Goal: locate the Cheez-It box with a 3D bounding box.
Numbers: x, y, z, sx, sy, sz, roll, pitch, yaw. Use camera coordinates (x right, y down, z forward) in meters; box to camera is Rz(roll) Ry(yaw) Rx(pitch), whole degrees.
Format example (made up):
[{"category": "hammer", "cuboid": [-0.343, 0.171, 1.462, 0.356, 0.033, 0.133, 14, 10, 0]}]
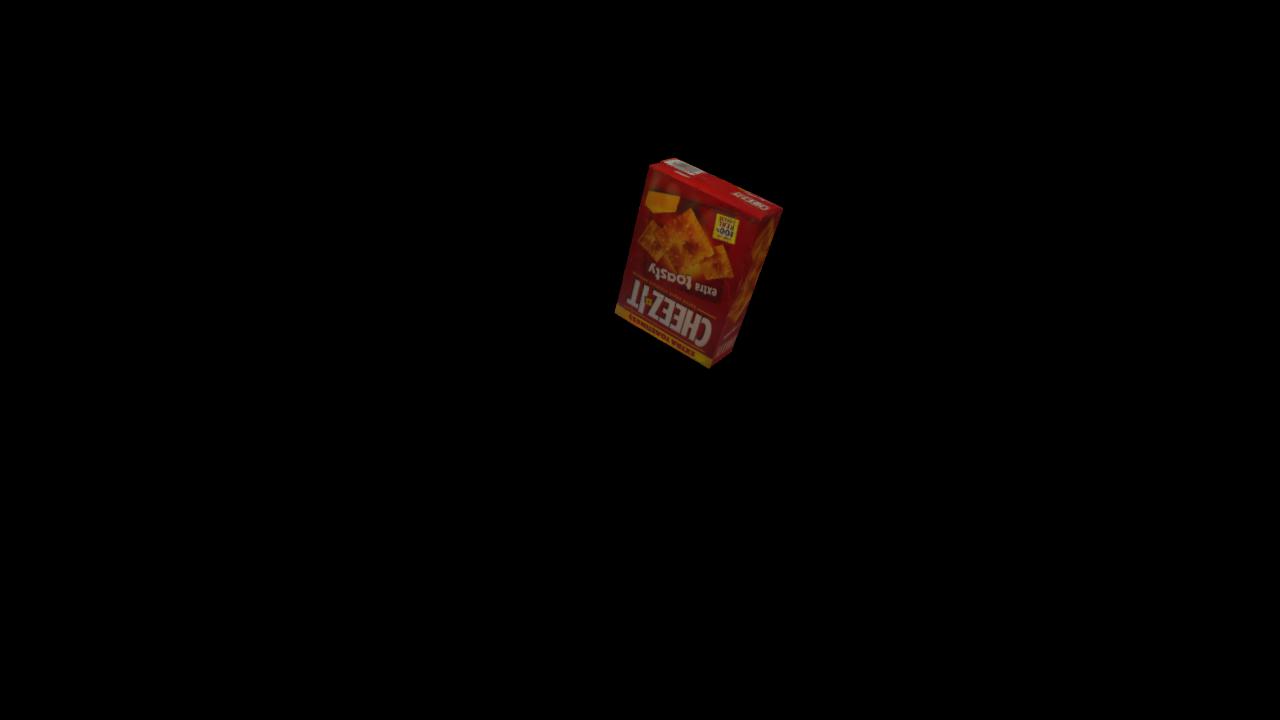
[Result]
[{"category": "Cheez-It box", "cuboid": [0.067, -0.123, 0.798, 0.166, 0.223, 0.071, 33, 40, 22]}]
